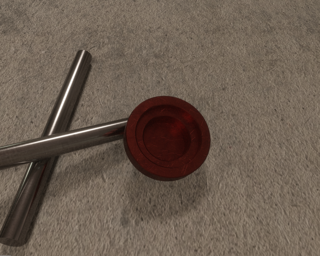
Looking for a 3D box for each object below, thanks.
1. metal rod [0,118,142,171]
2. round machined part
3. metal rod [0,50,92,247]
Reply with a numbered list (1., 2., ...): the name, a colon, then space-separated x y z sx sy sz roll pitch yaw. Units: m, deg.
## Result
1. metal rod: -0.131 0.023 0.350 0.303 0.025 0.025 -14 51 -25
2. round machined part: 0.006 0.015 0.365 0.099 0.042 0.098 5 68 -12
3. metal rod: -0.135 -0.001 0.402 0.025 0.025 0.300 4 50 3
